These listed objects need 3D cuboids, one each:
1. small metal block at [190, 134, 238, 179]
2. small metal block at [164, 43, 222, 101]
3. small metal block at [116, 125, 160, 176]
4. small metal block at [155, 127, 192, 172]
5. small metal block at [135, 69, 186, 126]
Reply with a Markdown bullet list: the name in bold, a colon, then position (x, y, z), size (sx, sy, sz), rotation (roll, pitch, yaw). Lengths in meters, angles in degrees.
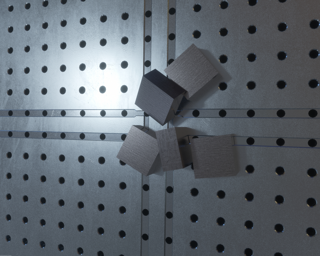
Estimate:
- **small metal block**: position (0.068, 0.035, 0.389), size (0.050, 0.025, 0.050), rotation (-8, 87, 20)
- **small metal block**: position (0.042, -0.070, 0.398), size (0.050, 0.025, 0.050), rotation (-41, 77, 15)
- **small metal block**: position (-0.023, 0.030, 0.421), size (0.050, 0.025, 0.050), rotation (30, 100, 17)
- **small metal block**: position (0.019, 0.026, 0.393), size (0.025, 0.050, 0.050), rotation (-12, 86, 20)
- **small metal block**: position (-0.001, -0.039, 0.400), size (0.050, 0.025, 0.050), rotation (39, 138, 16)
